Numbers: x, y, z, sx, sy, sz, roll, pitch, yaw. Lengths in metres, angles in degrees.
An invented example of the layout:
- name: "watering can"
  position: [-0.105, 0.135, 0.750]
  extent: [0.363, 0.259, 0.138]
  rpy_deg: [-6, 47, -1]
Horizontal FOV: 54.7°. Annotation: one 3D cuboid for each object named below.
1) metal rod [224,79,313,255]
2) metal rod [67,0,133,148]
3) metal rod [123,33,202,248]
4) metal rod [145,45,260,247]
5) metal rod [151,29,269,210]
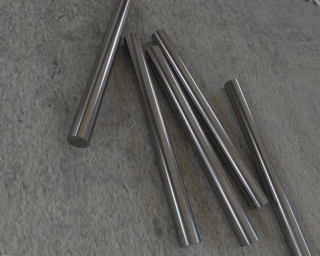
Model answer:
- name: "metal rod"
  position: [0.155, 0.058, 0.454]
  extent: [0.025, 0.025, 0.299]
  rpy_deg: [-1, 62, -29]
- name: "metal rod"
  position: [-0.072, -0.106, 0.430]
  extent: [0.025, 0.025, 0.300]
  rpy_deg: [21, 54, -17]
- name: "metal rod"
  position: [-0.004, -0.002, 0.403]
  extent: [0.025, 0.025, 0.299]
  rpy_deg: [-2, 63, -30]
- name: "metal rod"
  position: [0.050, 0.012, 0.425]
  extent: [0.025, 0.025, 0.299]
  rpy_deg: [-13, 69, -34]
- name: "metal rod"
  position: [0.066, -0.023, 0.454]
  extent: [0.025, 0.025, 0.299]
  rpy_deg: [-17, 71, -35]
